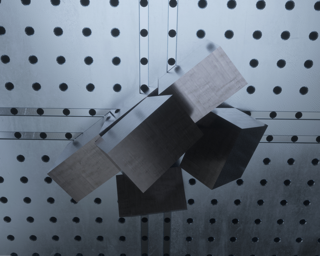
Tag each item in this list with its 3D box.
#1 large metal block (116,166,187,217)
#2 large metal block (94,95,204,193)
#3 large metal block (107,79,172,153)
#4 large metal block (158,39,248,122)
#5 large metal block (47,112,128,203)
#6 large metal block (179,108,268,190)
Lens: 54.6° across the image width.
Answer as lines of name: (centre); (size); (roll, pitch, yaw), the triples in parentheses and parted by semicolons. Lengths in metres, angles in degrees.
large metal block: (-0.007, 0.087, 0.408); (0.080, 0.080, 0.050); (-8, 74, 3)
large metal block: (-0.015, 0.012, 0.321); (0.080, 0.080, 0.050); (-43, 106, -12)
large metal block: (-0.009, -0.003, 0.400); (0.080, 0.050, 0.080); (-37, 106, 12)
large metal block: (0.045, -0.055, 0.364); (0.080, 0.080, 0.050); (-37, 106, 12)
large metal block: (-0.084, 0.034, 0.395); (0.080, 0.080, 0.050); (-36, 106, 12)
large metal block: (0.080, 0.022, 0.385); (0.050, 0.081, 0.080); (34, 113, 32)
